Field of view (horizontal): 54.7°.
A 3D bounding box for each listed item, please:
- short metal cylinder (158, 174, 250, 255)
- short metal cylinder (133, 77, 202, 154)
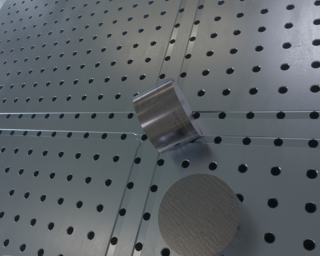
[{"bbox_3d":[0.045,0.092,0.312,0.080,0.050,0.080,-13,56,21],"label":"short metal cylinder"},{"bbox_3d":[0.010,-0.015,0.377,0.050,0.080,0.080,-27,53,12],"label":"short metal cylinder"}]
